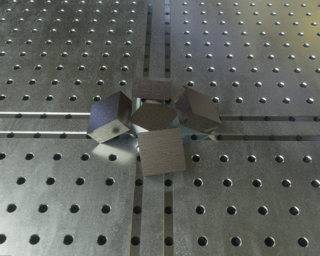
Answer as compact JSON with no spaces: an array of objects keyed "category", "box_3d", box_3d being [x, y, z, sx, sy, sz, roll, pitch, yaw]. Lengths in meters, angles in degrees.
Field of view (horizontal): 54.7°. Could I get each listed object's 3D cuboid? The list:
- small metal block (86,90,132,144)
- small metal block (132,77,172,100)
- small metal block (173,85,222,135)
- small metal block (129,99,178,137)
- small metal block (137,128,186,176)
[{"category":"small metal block","box_3d":[-0.065,-0.014,0.404,0.050,0.025,0.050,-24,45,25]},{"category":"small metal block","box_3d":[-0.010,-0.057,0.439,0.050,0.025,0.050,5,14,4]},{"category":"small metal block","box_3d":[0.049,-0.023,0.412,0.050,0.025,0.050,18,41,-32]},{"category":"small metal block","box_3d":[-0.008,-0.008,0.413,0.050,0.025,0.050,25,54,19]},{"category":"small metal block","box_3d":[0.001,0.028,0.368,0.050,0.025,0.050,-7,86,-6]}]
